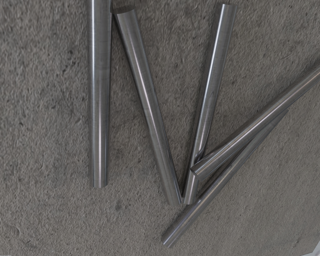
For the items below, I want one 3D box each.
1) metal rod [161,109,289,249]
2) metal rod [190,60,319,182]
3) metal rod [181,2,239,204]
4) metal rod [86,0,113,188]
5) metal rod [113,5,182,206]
[{"bbox_3d":[0.102,0.082,0.513,0.025,0.025,0.299,31,101,-38],"label":"metal rod"},{"bbox_3d":[0.167,-0.025,0.464,0.301,0.025,0.025,-38,130,-9],"label":"metal rod"},{"bbox_3d":[0.061,-0.015,0.430,0.025,0.025,0.298,-7,122,-25],"label":"metal rod"},{"bbox_3d":[-0.065,-0.059,0.334,0.025,0.025,0.298,-8,122,-24],"label":"metal rod"},{"bbox_3d":[-0.007,-0.003,0.400,0.025,0.025,0.298,-25,128,-13],"label":"metal rod"}]
